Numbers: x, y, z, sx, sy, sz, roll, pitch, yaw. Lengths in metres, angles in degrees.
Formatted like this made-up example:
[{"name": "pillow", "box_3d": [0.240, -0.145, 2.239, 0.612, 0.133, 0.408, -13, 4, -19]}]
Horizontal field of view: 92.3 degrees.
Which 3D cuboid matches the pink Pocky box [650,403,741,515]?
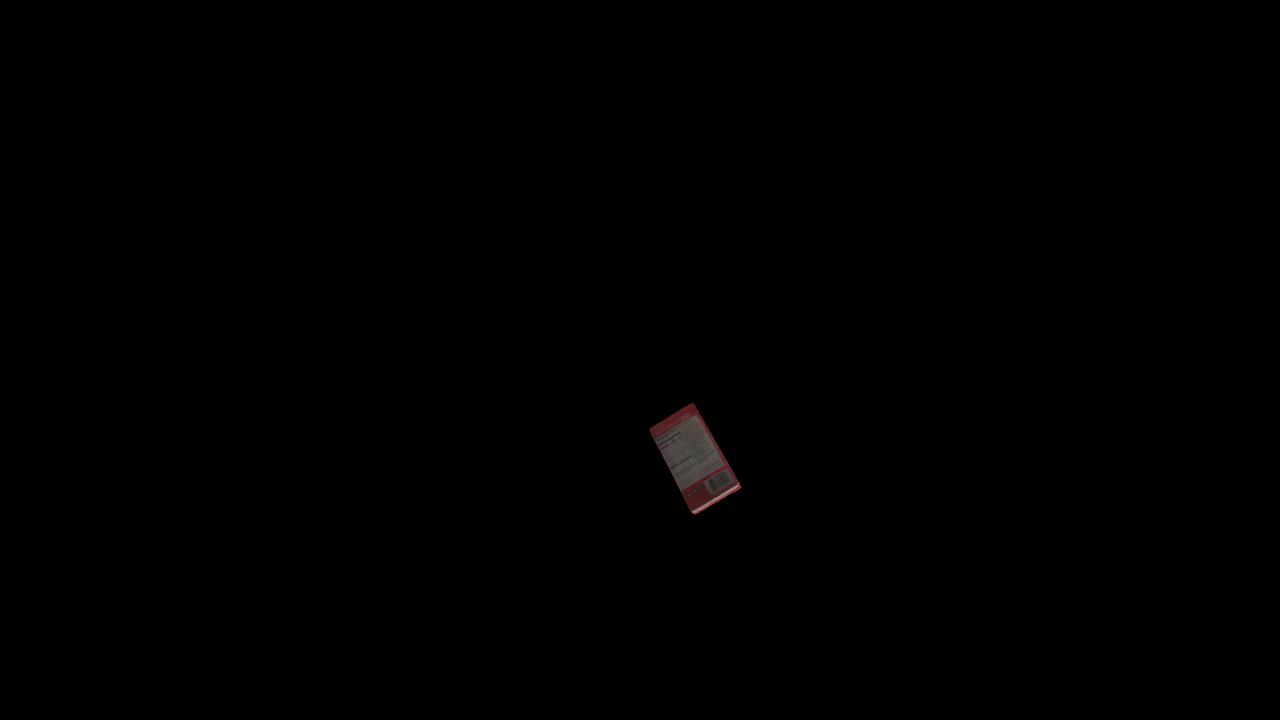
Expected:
[{"name": "pink Pocky box", "box_3d": [0.083, 0.150, 0.948, 0.084, 0.155, 0.029, -32, -33, 5]}]
